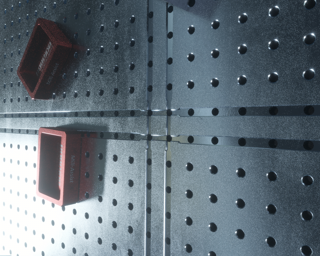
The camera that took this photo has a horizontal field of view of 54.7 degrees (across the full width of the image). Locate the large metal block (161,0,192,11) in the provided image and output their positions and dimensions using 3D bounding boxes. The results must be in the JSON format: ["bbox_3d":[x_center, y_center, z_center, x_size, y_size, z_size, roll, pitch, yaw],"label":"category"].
[{"bbox_3d":[0.008,-0.204,0.387,0.080,0.050,0.079,38,113,33],"label":"large metal block"}]

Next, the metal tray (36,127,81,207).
[{"bbox_3d":[-0.184,0.066,0.558,0.090,0.030,0.129,7,94,39],"label":"metal tray"}]

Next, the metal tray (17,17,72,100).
[{"bbox_3d":[-0.223,-0.129,0.590,0.090,0.030,0.129,50,119,28],"label":"metal tray"}]
